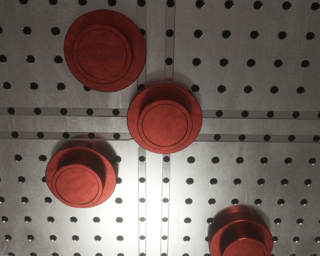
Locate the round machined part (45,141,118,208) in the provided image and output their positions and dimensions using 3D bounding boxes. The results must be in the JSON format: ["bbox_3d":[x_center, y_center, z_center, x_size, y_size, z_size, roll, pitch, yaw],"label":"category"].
[{"bbox_3d":[-0.110,0.071,0.429,0.099,0.042,0.097,0,110,-1],"label":"round machined part"}]

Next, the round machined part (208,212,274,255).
[{"bbox_3d":[0.125,0.182,0.473,0.099,0.042,0.097,0,110,-1],"label":"round machined part"}]

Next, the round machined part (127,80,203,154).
[{"bbox_3d":[0.006,-0.010,0.401,0.099,0.042,0.097,0,110,-1],"label":"round machined part"}]

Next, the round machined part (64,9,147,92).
[{"bbox_3d":[-0.066,-0.090,0.370,0.099,0.042,0.097,0,110,-1],"label":"round machined part"}]
